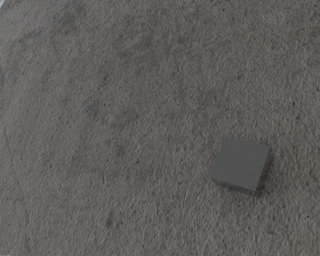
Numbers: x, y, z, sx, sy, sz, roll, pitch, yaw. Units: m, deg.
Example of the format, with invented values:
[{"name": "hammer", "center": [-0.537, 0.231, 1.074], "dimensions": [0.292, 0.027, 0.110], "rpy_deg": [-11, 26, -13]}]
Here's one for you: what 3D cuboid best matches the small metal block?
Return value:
[{"name": "small metal block", "center": [0.088, 0.041, 0.333], "dimensions": [0.050, 0.025, 0.050], "rpy_deg": [13, 68, 33]}]
